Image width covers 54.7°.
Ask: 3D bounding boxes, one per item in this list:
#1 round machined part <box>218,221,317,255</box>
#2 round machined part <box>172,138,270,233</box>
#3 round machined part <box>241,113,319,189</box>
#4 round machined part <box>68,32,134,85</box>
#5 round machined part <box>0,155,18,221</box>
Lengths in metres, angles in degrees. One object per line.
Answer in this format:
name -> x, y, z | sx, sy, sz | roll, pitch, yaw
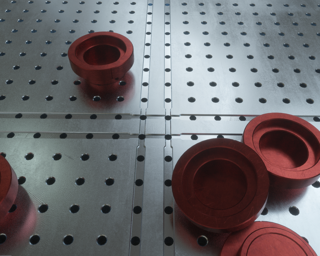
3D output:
round machined part -> 0.104, 0.132, 0.287 | 0.099, 0.042, 0.098 | 0, 50, 0
round machined part -> 0.065, 0.063, 0.333 | 0.098, 0.042, 0.098 | -7, 59, 12
round machined part -> 0.145, 0.031, 0.373 | 0.099, 0.042, 0.098 | 1, 50, -1
round machined part -> -0.089, -0.105, 0.484 | 0.099, 0.042, 0.098 | 0, 50, 0
round machined part -> -0.203, 0.074, 0.332 | 0.099, 0.042, 0.098 | 0, 50, 0
